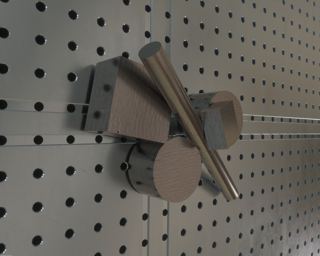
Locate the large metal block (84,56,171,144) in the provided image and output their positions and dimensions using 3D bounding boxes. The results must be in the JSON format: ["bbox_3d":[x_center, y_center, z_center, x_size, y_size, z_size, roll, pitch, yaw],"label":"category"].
[{"bbox_3d":[-0.033,-0.028,0.359,0.081,0.050,0.080,14,81,-39],"label":"large metal block"}]

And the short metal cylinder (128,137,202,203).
[{"bbox_3d":[0.007,0.050,0.394,0.081,0.050,0.079,0,90,-40],"label":"short metal cylinder"}]

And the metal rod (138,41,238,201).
[{"bbox_3d":[0.053,0.015,0.403,0.025,0.025,0.300,-58,137,-24],"label":"metal rod"}]

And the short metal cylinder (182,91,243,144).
[{"bbox_3d":[0.076,-0.013,0.453,0.081,0.050,0.079,0,90,-40],"label":"short metal cylinder"}]

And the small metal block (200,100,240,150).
[{"bbox_3d":[0.078,-0.004,0.396,0.050,0.025,0.050,-31,110,-55],"label":"small metal block"}]
